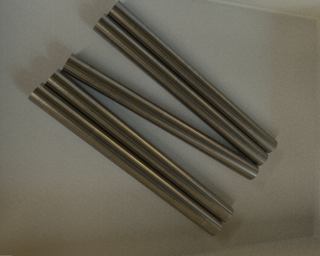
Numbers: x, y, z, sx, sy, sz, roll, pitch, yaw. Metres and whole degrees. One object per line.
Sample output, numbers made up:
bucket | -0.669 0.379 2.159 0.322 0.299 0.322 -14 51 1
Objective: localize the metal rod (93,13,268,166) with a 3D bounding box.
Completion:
metal rod | 0.039 -0.042 0.423 0.301 0.025 0.025 38 78 -16

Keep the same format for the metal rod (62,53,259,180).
metal rod | 0.013 -0.006 0.414 0.301 0.025 0.025 30 80 -18

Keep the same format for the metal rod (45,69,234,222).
metal rod | -0.015 0.032 0.404 0.301 0.025 0.025 40 78 -16

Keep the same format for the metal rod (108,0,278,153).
metal rod | 0.055 -0.061 0.429 0.301 0.025 0.025 38 78 -16

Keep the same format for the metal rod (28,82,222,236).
metal rod | -0.032 0.049 0.397 0.301 0.025 0.025 40 78 -16
